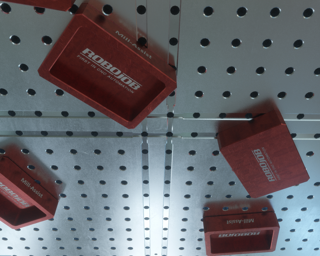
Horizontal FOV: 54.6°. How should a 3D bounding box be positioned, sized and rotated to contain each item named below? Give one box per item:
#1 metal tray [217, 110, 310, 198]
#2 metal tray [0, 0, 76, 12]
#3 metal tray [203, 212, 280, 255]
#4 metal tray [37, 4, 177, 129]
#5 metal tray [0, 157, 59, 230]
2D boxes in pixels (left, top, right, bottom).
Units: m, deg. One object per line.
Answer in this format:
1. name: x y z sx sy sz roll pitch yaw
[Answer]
1. metal tray: 0.150 0.043 0.446 0.090 0.030 0.130 -25 126 19
2. metal tray: -0.141 -0.161 0.270 0.131 0.030 0.089 7 130 -6
3. metal tray: 0.149 0.199 0.578 0.131 0.030 0.090 -6 130 5
4. metal tray: -0.057 -0.063 0.353 0.130 0.030 0.090 32 123 -25
5. metal tray: -0.241 0.109 0.498 0.090 0.030 0.130 -21 127 16
